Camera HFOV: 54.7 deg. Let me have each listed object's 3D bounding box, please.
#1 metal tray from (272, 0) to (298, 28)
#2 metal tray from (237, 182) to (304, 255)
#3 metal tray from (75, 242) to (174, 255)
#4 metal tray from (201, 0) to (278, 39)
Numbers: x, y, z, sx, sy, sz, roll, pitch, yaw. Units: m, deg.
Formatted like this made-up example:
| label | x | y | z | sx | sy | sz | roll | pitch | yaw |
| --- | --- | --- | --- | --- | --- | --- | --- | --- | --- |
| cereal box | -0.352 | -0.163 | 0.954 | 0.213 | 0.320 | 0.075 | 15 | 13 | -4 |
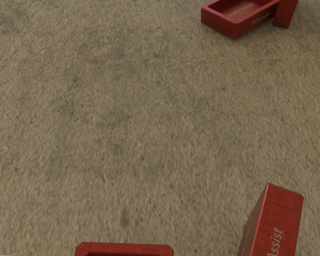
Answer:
| label | x | y | z | sx | sy | sz | roll | pitch | yaw |
| --- | --- | --- | --- | --- | --- | --- | --- | --- | --- |
| metal tray | 0.249 | -0.261 | 0.583 | 0.030 | 0.089 | 0.130 | 18 | 52 | 14 |
| metal tray | 0.081 | 0.123 | 0.258 | 0.030 | 0.089 | 0.130 | 19 | 52 | 15 |
| metal tray | -0.035 | 0.167 | 0.259 | 0.091 | 0.030 | 0.130 | 2 | 50 | 1 |
| metal tray | 0.152 | -0.221 | 0.580 | 0.131 | 0.030 | 0.090 | -33 | 53 | -22 |
